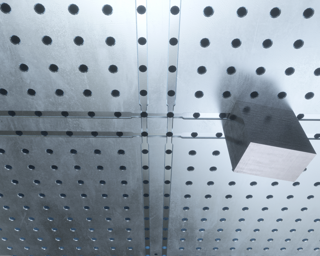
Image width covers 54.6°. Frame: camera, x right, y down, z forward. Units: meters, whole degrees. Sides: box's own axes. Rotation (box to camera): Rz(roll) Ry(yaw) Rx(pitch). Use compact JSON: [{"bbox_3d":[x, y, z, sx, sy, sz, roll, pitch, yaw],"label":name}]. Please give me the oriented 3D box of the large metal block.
[{"bbox_3d":[0.132,0.015,0.389,0.080,0.080,0.050,10,129,-9],"label":"large metal block"}]
